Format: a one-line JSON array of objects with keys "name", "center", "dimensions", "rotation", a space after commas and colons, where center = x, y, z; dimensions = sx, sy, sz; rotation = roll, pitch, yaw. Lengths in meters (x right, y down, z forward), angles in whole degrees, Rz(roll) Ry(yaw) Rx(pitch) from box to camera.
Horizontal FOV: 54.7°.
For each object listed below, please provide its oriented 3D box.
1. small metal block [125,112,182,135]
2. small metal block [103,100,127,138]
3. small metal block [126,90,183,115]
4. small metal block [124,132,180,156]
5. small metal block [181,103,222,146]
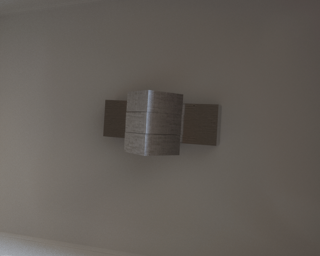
[{"name": "small metal block", "center": [-0.009, -0.006, 0.387], "dimensions": [0.050, 0.050, 0.025], "rotation": [3, 91, 56]}, {"name": "small metal block", "center": [-0.048, -0.012, 0.425], "dimensions": [0.050, 0.025, 0.050], "rotation": [4, 91, 19]}, {"name": "small metal block", "center": [-0.007, -0.031, 0.386], "dimensions": [0.050, 0.050, 0.025], "rotation": [5, 92, 56]}, {"name": "small metal block", "center": [-0.010, 0.019, 0.388], "dimensions": [0.050, 0.050, 0.025], "rotation": [3, 91, 56]}, {"name": "small metal block", "center": [0.050, -0.005, 0.391], "dimensions": [0.050, 0.025, 0.050], "rotation": [3, 91, 19]}]
